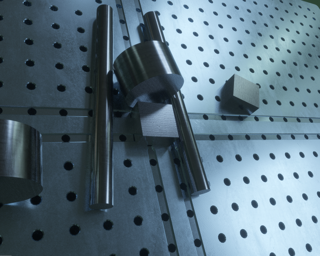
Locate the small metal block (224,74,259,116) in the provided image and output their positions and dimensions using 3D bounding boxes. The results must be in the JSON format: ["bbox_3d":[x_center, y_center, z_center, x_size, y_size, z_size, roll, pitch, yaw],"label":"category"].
[{"bbox_3d":[0.137,-0.055,0.515,0.050,0.025,0.050,23,53,-14],"label":"small metal block"}]

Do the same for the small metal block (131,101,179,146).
[{"bbox_3d":[-0.007,-0.005,0.407,0.050,0.025,0.050,3,60,-27],"label":"small metal block"}]

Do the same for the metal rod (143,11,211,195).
[{"bbox_3d":[0.018,-0.051,0.448,0.025,0.025,0.299,0,62,-28],"label":"metal rod"}]

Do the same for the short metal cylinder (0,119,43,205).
[{"bbox_3d":[-0.147,0.033,0.274,0.081,0.080,0.050,3,61,-27],"label":"short metal cylinder"}]

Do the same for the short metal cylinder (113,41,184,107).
[{"bbox_3d":[-0.015,-0.068,0.406,0.081,0.080,0.050,-10,68,-32],"label":"short metal cylinder"}]

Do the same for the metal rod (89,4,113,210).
[{"bbox_3d":[-0.073,-0.048,0.397,0.025,0.025,0.299,9,58,-23],"label":"metal rod"}]
